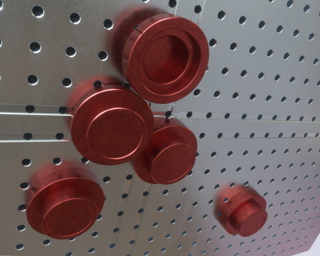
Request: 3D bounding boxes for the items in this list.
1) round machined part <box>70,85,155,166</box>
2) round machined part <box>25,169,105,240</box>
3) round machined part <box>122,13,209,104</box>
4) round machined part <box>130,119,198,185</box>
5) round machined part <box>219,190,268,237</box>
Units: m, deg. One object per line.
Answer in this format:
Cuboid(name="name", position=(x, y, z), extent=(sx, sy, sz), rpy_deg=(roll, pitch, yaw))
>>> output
Cuboid(name="round machined part", position=(-0.053, 0.002, 0.362), extent=(0.099, 0.042, 0.097), rpy_deg=(-7, 115, -16))
Cuboid(name="round machined part", position=(-0.119, 0.104, 0.401), extent=(0.099, 0.042, 0.097), rpy_deg=(-14, 125, -21))
Cuboid(name="round machined part", position=(0.003, -0.080, 0.354), extent=(0.099, 0.042, 0.097), rpy_deg=(-14, 125, -21))
Cuboid(name="round machined part", position=(0.010, 0.040, 0.433), extent=(0.099, 0.042, 0.097), rpy_deg=(-14, 125, -21))
Cuboid(name="round machined part", position=(0.169, 0.172, 0.602), extent=(0.099, 0.042, 0.097), rpy_deg=(-14, 125, -21))
